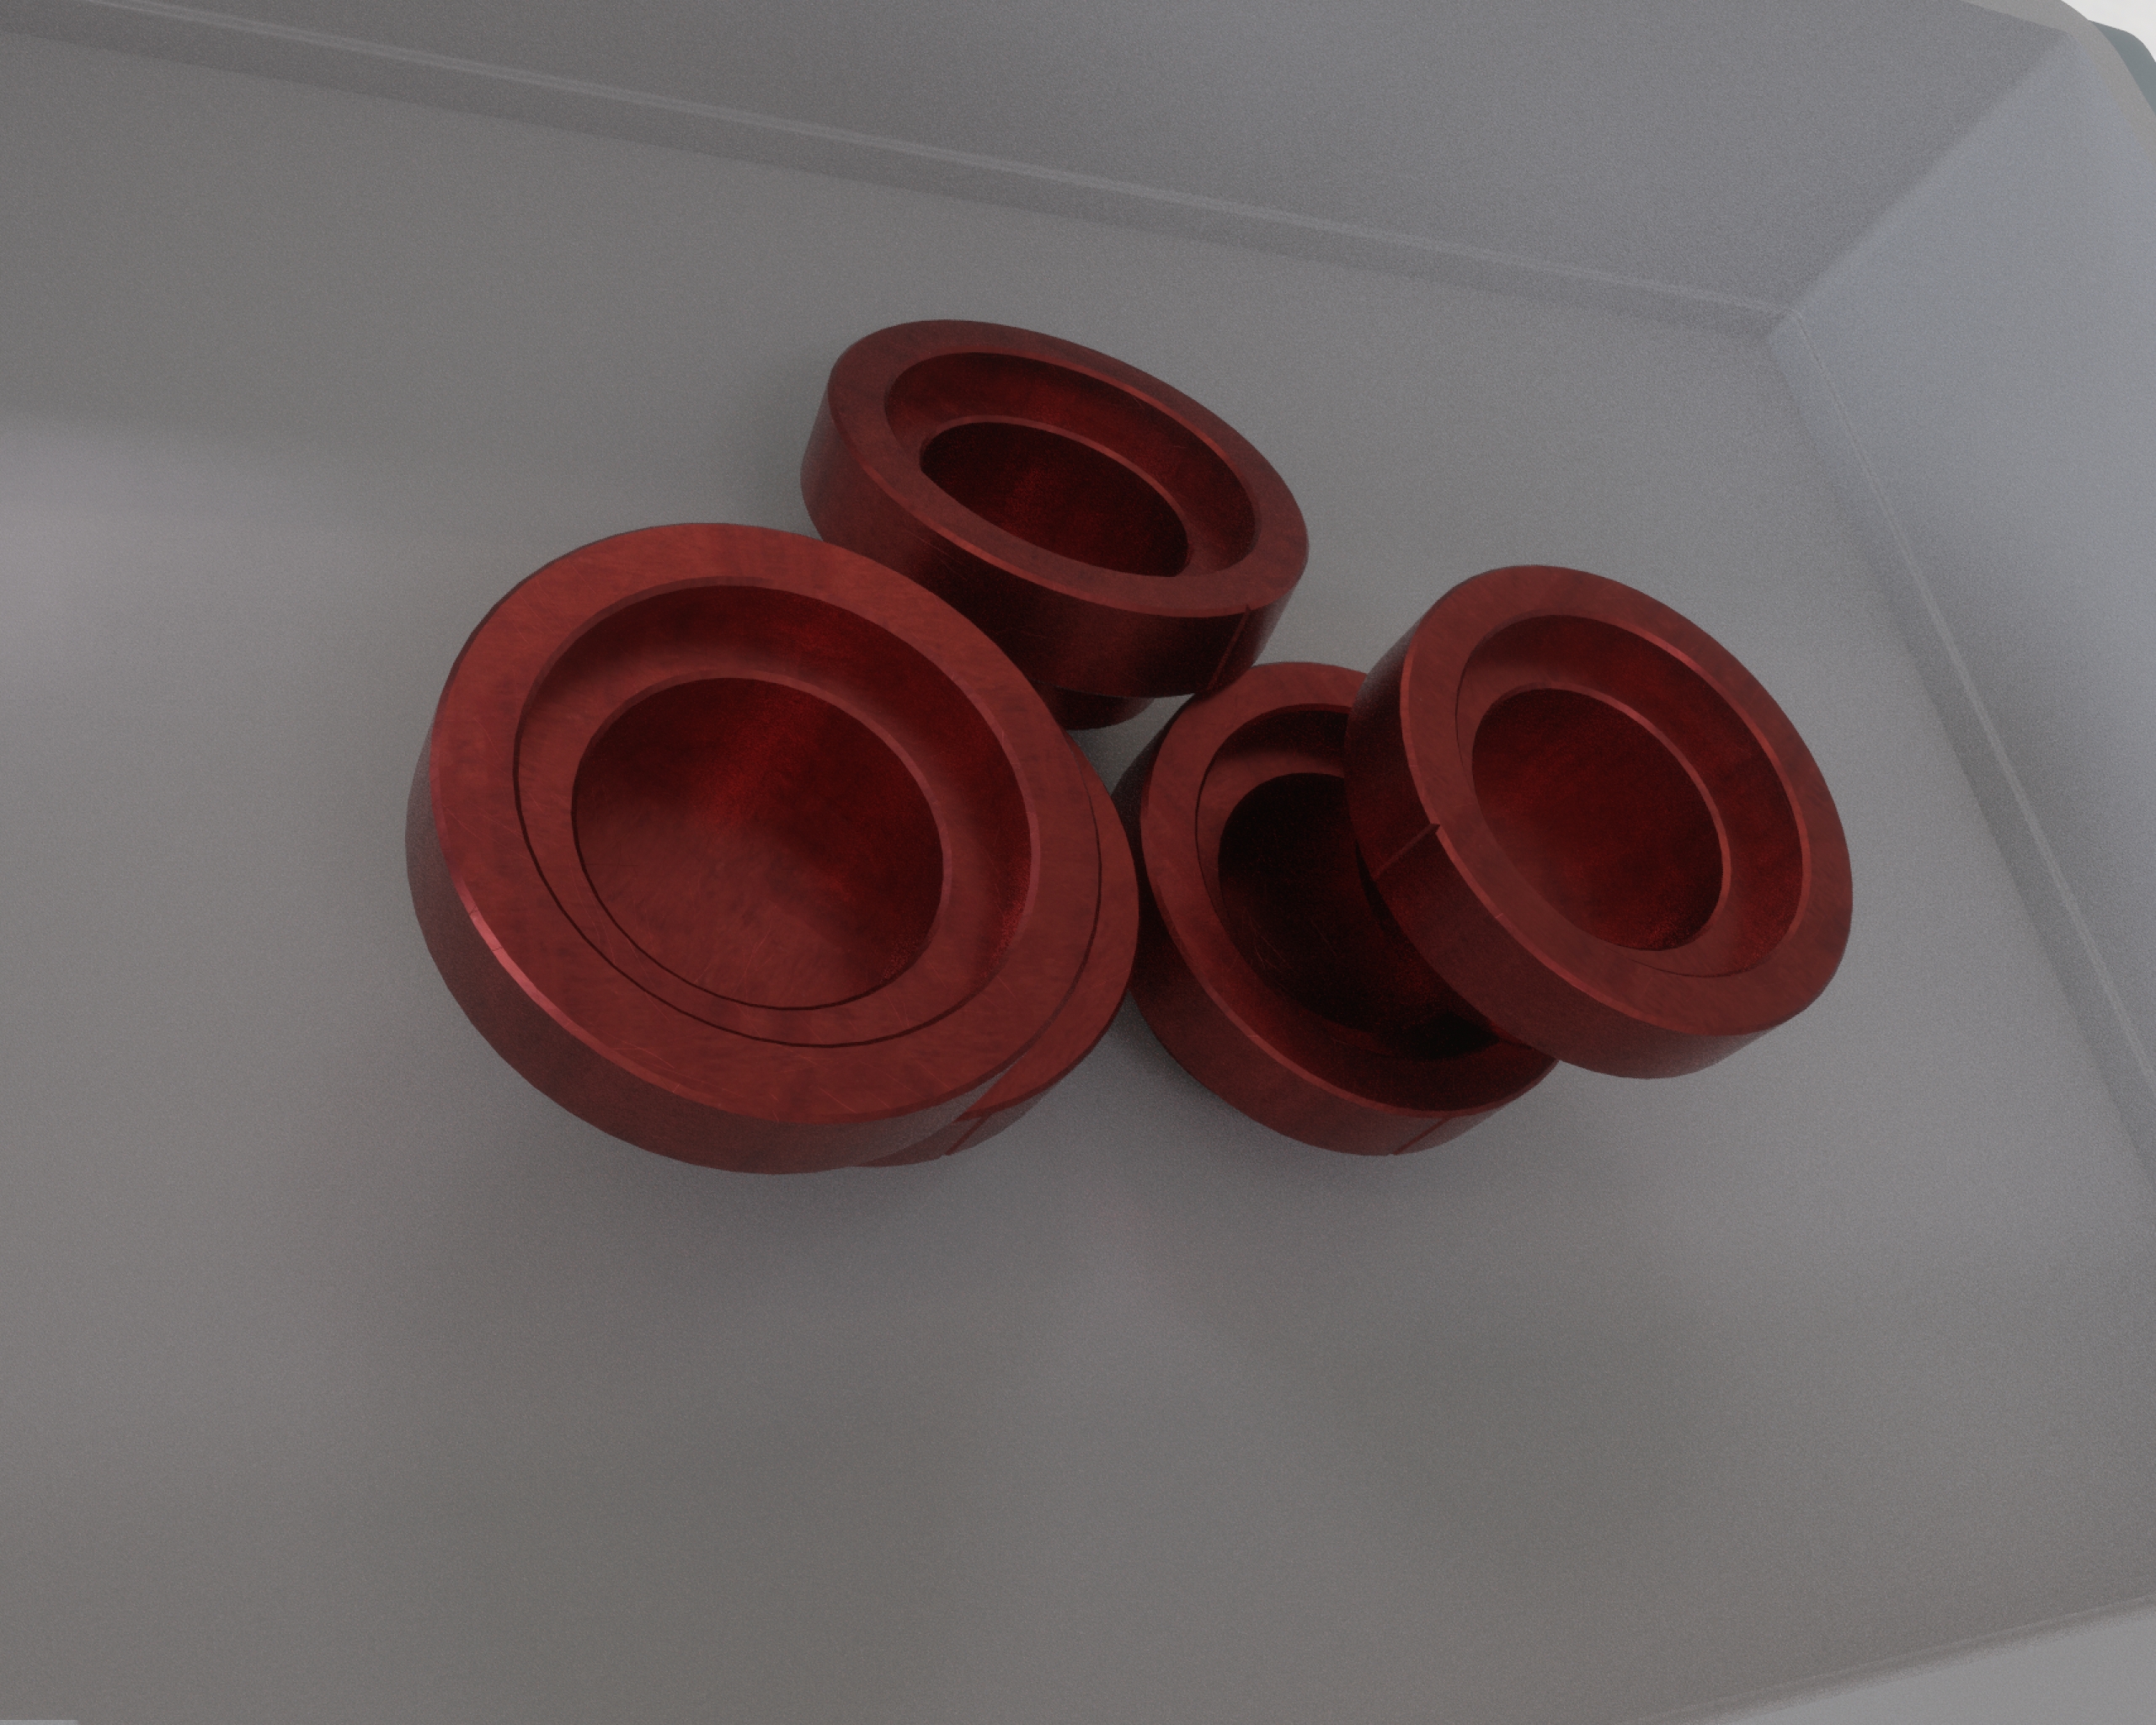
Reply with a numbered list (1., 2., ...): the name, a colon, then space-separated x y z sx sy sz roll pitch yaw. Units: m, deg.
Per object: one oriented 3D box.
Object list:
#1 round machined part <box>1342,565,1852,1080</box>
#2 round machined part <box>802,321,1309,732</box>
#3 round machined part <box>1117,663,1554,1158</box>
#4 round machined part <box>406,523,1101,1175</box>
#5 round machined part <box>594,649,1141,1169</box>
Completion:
1. round machined part: 0.092 -0.004 0.391 0.099 0.042 0.098 14 56 -21
2. round machined part: -0.007 -0.063 0.415 0.099 0.042 0.098 16 38 -13
3. round machined part: 0.048 0.012 0.411 0.099 0.042 0.098 14 56 -21
4. round machined part: -0.050 0.001 0.312 0.099 0.042 0.098 14 56 -21
5. round machined part: -0.042 0.008 0.365 0.099 0.042 0.098 14 56 -21
